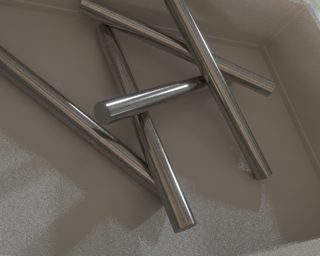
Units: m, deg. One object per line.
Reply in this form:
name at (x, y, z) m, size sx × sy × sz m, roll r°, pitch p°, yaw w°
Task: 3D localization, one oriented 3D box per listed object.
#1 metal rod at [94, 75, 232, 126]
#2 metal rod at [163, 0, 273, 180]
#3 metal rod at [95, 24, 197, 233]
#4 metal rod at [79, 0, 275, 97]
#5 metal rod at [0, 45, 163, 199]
metal rod at (0.035, -0.054, 0.424) m, size 0.302 × 0.025 × 0.025 m, roll -23°, pitch 74°, yaw -48°
metal rod at (0.080, -0.061, 0.434) m, size 0.025 × 0.025 × 0.299 m, roll -33°, pitch 97°, yaw -38°
metal rod at (-0.028, -0.020, 0.382) m, size 0.025 × 0.025 × 0.299 m, roll -6°, pitch 58°, yaw -31°
metal rod at (0.032, -0.115, 0.451) m, size 0.302 × 0.025 × 0.025 m, roll 22°, pitch 53°, yaw -10°
metal rod at (-0.101, -0.013, 0.360) m, size 0.300 × 0.025 × 0.025 m, roll 39°, pitch 51°, yaw -2°
